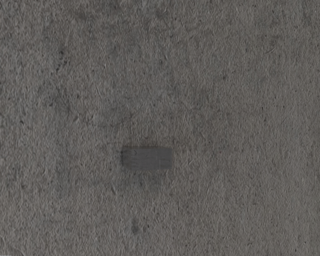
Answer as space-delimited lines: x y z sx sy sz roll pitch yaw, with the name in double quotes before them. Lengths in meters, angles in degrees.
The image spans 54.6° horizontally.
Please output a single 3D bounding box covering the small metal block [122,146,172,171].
"small metal block" -0.018 0.037 0.389 0.050 0.050 0.025 0 90 -20
